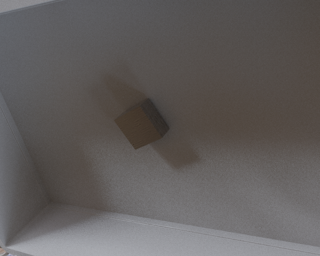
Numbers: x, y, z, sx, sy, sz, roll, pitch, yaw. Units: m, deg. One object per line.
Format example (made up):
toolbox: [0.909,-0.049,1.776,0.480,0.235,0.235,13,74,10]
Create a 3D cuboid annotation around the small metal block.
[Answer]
small metal block: [-0.024,-0.005,0.413,0.050,0.025,0.050,-26,105,36]
